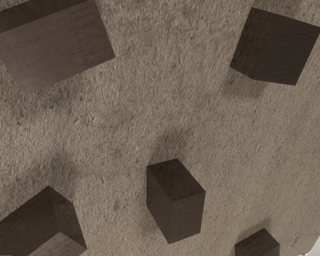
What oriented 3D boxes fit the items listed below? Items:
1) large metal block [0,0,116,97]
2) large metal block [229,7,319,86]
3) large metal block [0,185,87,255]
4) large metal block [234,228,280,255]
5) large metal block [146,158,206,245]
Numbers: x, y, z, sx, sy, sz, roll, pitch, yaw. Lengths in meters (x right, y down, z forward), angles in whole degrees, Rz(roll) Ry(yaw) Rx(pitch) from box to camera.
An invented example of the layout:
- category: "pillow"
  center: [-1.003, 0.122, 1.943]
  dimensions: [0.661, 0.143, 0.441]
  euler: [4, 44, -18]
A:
- category: "large metal block"
  center: [-0.096, -0.080, 0.270]
  dimensions: [0.080, 0.080, 0.050]
  euler: [-27, 128, -12]
- category: "large metal block"
  center: [0.151, -0.106, 0.410]
  dimensions: [0.081, 0.050, 0.079]
  euler: [2, 118, -30]
- category: "large metal block"
  center: [-0.145, 0.131, 0.374]
  dimensions: [0.080, 0.080, 0.050]
  euler: [-37, 130, -4]
- category: "large metal block"
  center: [0.215, 0.282, 0.686]
  dimensions: [0.081, 0.050, 0.080]
  euler: [-23, 127, -15]
- category: "large metal block"
  center: [0.019, 0.103, 0.448]
  dimensions: [0.050, 0.080, 0.079]
  euler: [-12, 124, -22]
